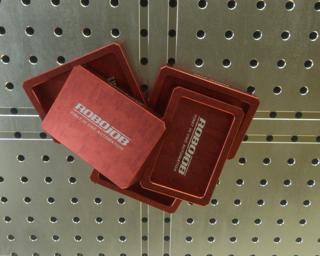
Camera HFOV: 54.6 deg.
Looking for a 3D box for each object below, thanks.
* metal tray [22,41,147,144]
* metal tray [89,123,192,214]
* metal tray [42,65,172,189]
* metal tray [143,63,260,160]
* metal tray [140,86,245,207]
[{"bbox_3d":[-0.092,-0.044,0.394,0.130,0.030,0.090,-21,109,8],"label":"metal tray"},{"bbox_3d":[-0.019,0.055,0.431,0.131,0.030,0.090,25,108,-9],"label":"metal tray"},{"bbox_3d":[-0.064,-0.003,0.366,0.130,0.030,0.090,34,100,11],"label":"metal tray"},{"bbox_3d":[0.049,-0.020,0.402,0.131,0.030,0.089,18,109,-6],"label":"metal tray"},{"bbox_3d":[0.037,0.022,0.386,0.090,0.030,0.129,19,97,-7],"label":"metal tray"}]
